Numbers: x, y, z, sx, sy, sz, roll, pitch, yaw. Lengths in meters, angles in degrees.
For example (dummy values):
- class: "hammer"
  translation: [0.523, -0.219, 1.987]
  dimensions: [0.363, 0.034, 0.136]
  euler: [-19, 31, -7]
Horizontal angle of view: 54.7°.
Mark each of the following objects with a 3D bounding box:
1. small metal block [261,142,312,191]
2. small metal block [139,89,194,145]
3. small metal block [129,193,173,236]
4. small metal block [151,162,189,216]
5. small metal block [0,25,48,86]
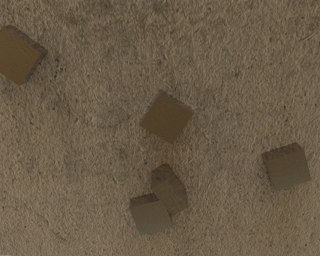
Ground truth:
- class: "small metal block"
  translation: [0.176, 0.054, 0.431]
  dimensions: [0.050, 0.025, 0.050]
  euler: [-20, 109, 7]
- class: "small metal block"
  translation: [0.008, -0.015, 0.404]
  dimensions: [0.050, 0.025, 0.050]
  euler: [31, 107, -11]
- class: "small metal block"
  translation: [-0.013, 0.125, 0.456]
  dimensions: [0.050, 0.025, 0.050]
  euler: [-16, 110, 5]
- class: "small metal block"
  translation: [0.013, 0.083, 0.427]
  dimensions: [0.025, 0.050, 0.050]
  euler: [-33, 107, 11]
- class: "small metal block"
  translation: [-0.175, -0.088, 0.376]
  dimensions: [0.050, 0.025, 0.050]
  euler: [37, 106, -13]
